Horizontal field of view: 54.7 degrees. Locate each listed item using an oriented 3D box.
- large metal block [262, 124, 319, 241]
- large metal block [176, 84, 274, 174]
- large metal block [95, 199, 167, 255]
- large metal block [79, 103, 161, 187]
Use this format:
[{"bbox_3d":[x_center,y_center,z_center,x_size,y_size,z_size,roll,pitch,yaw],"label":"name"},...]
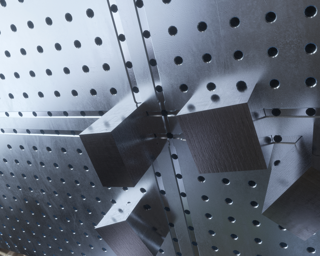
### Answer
[{"bbox_3d":[0.158,0.056,0.327,0.050,0.080,0.079,32,128,7],"label":"large metal block"},{"bbox_3d":[0.077,0.003,0.356,0.080,0.050,0.080,-10,114,32],"label":"large metal block"},{"bbox_3d":[-0.049,0.177,0.528,0.080,0.050,0.080,-26,104,37],"label":"large metal block"},{"bbox_3d":[-0.049,0.022,0.414,0.050,0.080,0.080,-5,116,30],"label":"large metal block"}]
